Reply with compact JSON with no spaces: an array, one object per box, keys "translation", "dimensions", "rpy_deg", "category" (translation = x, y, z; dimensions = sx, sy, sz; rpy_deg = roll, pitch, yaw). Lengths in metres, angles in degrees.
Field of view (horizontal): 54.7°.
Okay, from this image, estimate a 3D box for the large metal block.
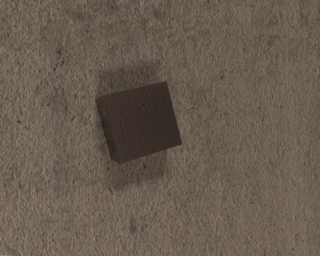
[{"translation":[-0.027,-0.008,0.386],"dimensions":[0.081,0.050,0.080],"rpy_deg":[-16,96,-20],"category":"large metal block"}]
